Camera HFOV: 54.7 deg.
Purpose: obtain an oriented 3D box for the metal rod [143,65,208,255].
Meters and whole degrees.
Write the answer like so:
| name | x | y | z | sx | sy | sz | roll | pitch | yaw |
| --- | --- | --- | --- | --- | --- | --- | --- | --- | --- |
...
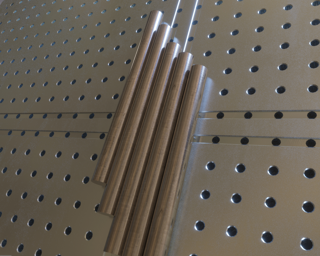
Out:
| name | x | y | z | sx | sy | sz | roll | pitch | yaw |
| --- | --- | --- | --- | --- | --- | --- | --- | --- | --- |
| metal rod | 0.018 | 0.052 | 0.365 | 0.025 | 0.025 | 0.300 | 1 | 62 | 28 |

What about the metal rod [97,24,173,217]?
| name | x | y | z | sx | sy | sz | roll | pitch | yaw |
| --- | --- | --- | --- | --- | --- | --- | --- | --- | --- |
| metal rod | -0.028 | -0.027 | 0.436 | 0.025 | 0.025 | 0.300 | 1 | 62 | 28 |

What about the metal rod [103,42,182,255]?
| name | x | y | z | sx | sy | sz | roll | pitch | yaw |
| --- | --- | --- | --- | --- | --- | --- | --- | --- | --- |
| metal rod | -0.015 | 0.010 | 0.408 | 0.025 | 0.025 | 0.300 | 1 | 62 | 28 |

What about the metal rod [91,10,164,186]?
| name | x | y | z | sx | sy | sz | roll | pitch | yaw |
| --- | --- | --- | --- | --- | --- | --- | --- | --- | --- |
| metal rod | -0.042 | -0.059 | 0.464 | 0.025 | 0.025 | 0.300 | 1 | 62 | 28 |

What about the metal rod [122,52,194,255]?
| name | x | y | z | sx | sy | sz | roll | pitch | yaw |
| --- | --- | --- | --- | --- | --- | --- | --- | --- | --- |
| metal rod | 0.001 | 0.029 | 0.387 | 0.025 | 0.025 | 0.300 | 1 | 62 | 28 |
